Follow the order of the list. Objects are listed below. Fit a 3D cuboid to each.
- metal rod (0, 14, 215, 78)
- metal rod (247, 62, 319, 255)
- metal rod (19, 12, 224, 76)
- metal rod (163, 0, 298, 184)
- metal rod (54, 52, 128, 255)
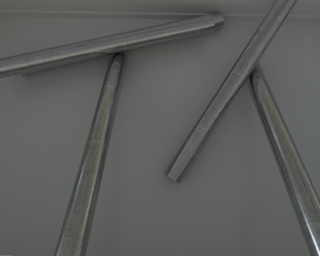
[{"bbox_3d":[-0.072,-0.114,0.426,0.302,0.025,0.025,-14,71,-6],"label":"metal rod"},{"bbox_3d":[0.134,0.012,0.347,0.025,0.025,0.300,-2,47,-1],"label":"metal rod"},{"bbox_3d":[-0.052,-0.125,0.454,0.302,0.025,0.025,-15,71,-6],"label":"metal rod"},{"bbox_3d":[0.097,-0.060,0.405,0.025,0.025,0.300,32,83,11],"label":"metal rod"},{"bbox_3d":[-0.067,0.009,0.346,0.025,0.025,0.300,3,47,1],"label":"metal rod"}]
